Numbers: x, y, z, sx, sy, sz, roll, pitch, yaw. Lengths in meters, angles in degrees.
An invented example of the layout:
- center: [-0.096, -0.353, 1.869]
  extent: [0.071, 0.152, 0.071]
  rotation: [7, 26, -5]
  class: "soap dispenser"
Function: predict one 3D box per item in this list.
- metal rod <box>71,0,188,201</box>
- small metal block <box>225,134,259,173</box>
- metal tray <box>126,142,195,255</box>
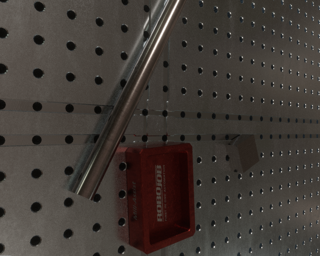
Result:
- center: [-0.029, -0.055, 0.386]
  extent: [0.025, 0.025, 0.300]
  rotation: [37, 67, -34]
  class: "metal rod"
- center: [0.142, 0.043, 0.531]
  extent: [0.050, 0.025, 0.050]
  rotation: [-26, 106, -37]
  class: "small metal block"
- center: [0.003, 0.087, 0.410]
  extent: [0.091, 0.030, 0.129]
  rotation: [-4, 93, -40]
  class: "metal tray"
